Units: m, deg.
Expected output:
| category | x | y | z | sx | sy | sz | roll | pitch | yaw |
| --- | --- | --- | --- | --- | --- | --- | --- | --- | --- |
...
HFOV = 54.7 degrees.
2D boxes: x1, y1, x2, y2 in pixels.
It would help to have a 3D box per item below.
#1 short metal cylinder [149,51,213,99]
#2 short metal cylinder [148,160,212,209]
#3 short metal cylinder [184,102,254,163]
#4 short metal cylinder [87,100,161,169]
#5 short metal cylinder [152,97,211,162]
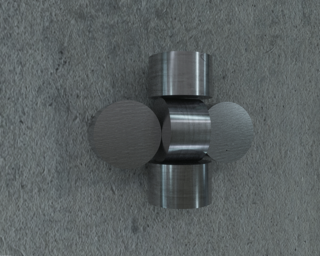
| category | x | y | z | sx | sy | sz | roll | pitch | yaw |
| --- | --- | --- | --- | --- | --- | --- | --- | --- | --- |
| short metal cylinder | 0.026 | -0.063 | 0.391 | 0.081 | 0.080 | 0.050 | 0 | 90 | -20 |
| short metal cylinder | 0.025 | 0.067 | 0.391 | 0.081 | 0.080 | 0.050 | 0 | 90 | -20 |
| short metal cylinder | 0.079 | 0.005 | 0.426 | 0.081 | 0.050 | 0.080 | 0 | 91 | -20 |
| short metal cylinder | -0.045 | 0.008 | 0.380 | 0.081 | 0.050 | 0.080 | 0 | 90 | -21 |
| short metal cylinder | 0.022 | 0.002 | 0.390 | 0.050 | 0.080 | 0.080 | 1 | 90 | -20 |
